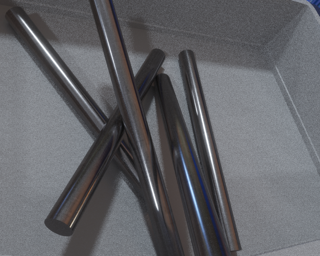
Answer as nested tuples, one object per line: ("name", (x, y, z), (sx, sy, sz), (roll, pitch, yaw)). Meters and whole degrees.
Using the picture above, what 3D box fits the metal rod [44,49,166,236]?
("metal rod", (-0.043, -0.014, 0.361), (0.025, 0.025, 0.301), (31, 43, -8))

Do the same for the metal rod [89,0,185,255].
("metal rod", (-0.025, -0.001, 0.332), (0.025, 0.025, 0.298), (-14, 86, -34))

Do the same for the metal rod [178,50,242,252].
("metal rod", (0.063, 0.013, 0.430), (0.025, 0.025, 0.299), (5, 59, -26))

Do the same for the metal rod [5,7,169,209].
("metal rod", (-0.092, -0.029, 0.373), (0.025, 0.025, 0.300), (-32, 80, -38))

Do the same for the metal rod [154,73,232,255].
("metal rod", (0.021, 0.016, 0.328), (0.025, 0.025, 0.300), (17, 30, -19))
